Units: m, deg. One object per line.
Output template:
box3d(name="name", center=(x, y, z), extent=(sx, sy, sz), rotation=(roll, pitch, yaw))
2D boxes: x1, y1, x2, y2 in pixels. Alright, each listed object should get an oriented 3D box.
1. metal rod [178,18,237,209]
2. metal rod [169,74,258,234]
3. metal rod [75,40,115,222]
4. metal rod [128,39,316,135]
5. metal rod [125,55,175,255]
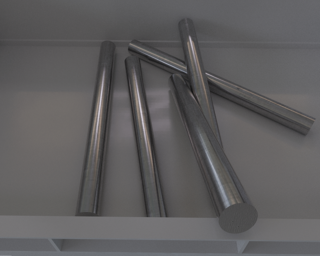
box3d(name="metal rod", center=(0.056, -0.041, 0.416), extent=(0.025, 0.025, 0.299), rotation=(-4, 57, -4))
box3d(name="metal rod", center=(0.037, -0.006, 0.331), extent=(0.025, 0.025, 0.300), rotation=(-4, 25, -3))
box3d(name="metal rod", center=(-0.082, -0.021, 0.421), extent=(0.025, 0.025, 0.300), rotation=(-1, 50, -1))
box3d(name="metal rod", center=(0.077, -0.069, 0.463), extent=(0.300, 0.025, 0.025), rotation=(29, 56, 22))
box3d(name="metal rod", center=(-0.021, 0.008, 0.397), extent=(0.025, 0.025, 0.300), rotation=(-7, 50, -6))
